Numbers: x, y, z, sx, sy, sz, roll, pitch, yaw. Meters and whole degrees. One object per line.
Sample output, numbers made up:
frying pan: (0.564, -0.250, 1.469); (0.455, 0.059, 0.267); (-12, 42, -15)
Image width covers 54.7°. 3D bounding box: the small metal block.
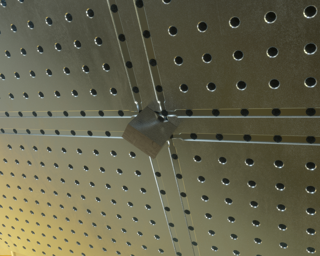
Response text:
small metal block: (-0.013, 0.005, 0.403); (0.050, 0.050, 0.025); (35, 129, 5)
